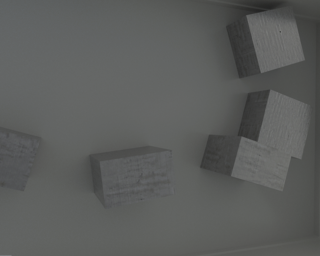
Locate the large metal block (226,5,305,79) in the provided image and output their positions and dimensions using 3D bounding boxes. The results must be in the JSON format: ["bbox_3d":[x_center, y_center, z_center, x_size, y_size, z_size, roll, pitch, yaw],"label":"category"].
[{"bbox_3d":[0.154,-0.124,0.453,0.081,0.050,0.080,-18,96,-19],"label":"large metal block"}]

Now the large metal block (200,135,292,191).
[{"bbox_3d":[0.114,0.045,0.423,0.081,0.080,0.050,18,84,-19],"label":"large metal block"}]

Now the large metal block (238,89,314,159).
[{"bbox_3d":[0.169,-0.004,0.459,0.081,0.050,0.080,17,84,-19],"label":"large metal block"}]

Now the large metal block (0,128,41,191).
[{"bbox_3d":[-0.171,0.024,0.318,0.081,0.080,0.050,17,84,-19],"label":"large metal block"}]

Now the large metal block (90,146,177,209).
[{"bbox_3d":[-0.035,0.054,0.368,0.081,0.080,0.050,-7,93,-20],"label":"large metal block"}]
